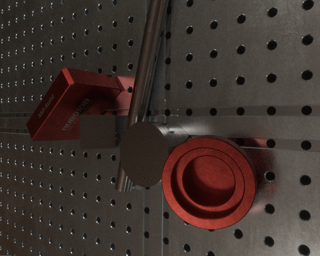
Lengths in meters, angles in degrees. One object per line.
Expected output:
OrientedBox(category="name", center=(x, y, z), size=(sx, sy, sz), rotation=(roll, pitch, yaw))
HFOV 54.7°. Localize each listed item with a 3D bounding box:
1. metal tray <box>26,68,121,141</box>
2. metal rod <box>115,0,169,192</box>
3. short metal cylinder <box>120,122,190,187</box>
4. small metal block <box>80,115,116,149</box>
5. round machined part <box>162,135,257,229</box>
OrientedBox(category="metal tray", center=(-0.132, -0.031, 0.473), size=(0.129, 0.091, 0.030), rotation=(-45, 63, 30))
OrientedBox(category="metal rod", center=(-0.024, -0.055, 0.426), size=(0.025, 0.025, 0.298), rotation=(19, 102, 38))
OrientedBox(category="short metal cylinder", center=(-0.005, 0.032, 0.395), size=(0.080, 0.050, 0.079), rotation=(0, 90, 39))
OrientedBox(category="small metal block", center=(-0.093, 0.006, 0.464), size=(0.025, 0.050, 0.050), rotation=(175, 94, -79))
OrientedBox(category="round machined part", center=(0.055, 0.055, 0.338), size=(0.098, 0.042, 0.097), rotation=(2, 96, 19))
